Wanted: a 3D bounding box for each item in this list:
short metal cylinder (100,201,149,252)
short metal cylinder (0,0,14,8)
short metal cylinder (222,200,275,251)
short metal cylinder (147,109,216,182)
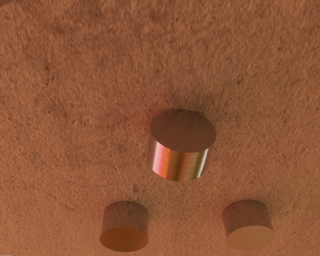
[{"bbox_3d":[-0.060,0.172,0.536,0.081,0.050,0.079,0,130,0],"label":"short metal cylinder"},{"bbox_3d":[-0.150,-0.139,0.251,0.050,0.080,0.080,-20,128,16],"label":"short metal cylinder"},{"bbox_3d":[0.152,0.170,0.538,0.081,0.050,0.079,0,130,0],"label":"short metal cylinder"},{"bbox_3d":[0.025,0.020,0.389,0.081,0.080,0.050,5,130,-5],"label":"short metal cylinder"}]
